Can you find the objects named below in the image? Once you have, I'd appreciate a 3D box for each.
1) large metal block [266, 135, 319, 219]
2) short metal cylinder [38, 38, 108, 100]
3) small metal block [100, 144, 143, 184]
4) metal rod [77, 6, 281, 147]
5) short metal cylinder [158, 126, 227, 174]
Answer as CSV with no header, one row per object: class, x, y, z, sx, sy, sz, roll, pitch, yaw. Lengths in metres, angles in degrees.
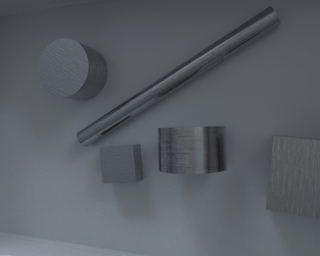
large metal block,0.163,0.051,0.340,0.080,0.050,0.079,6,92,19
short metal cylinder,-0.122,-0.081,0.439,0.080,0.050,0.079,0,90,19
small metal block,-0.053,0.049,0.428,0.050,0.025,0.050,-5,88,19
metal rod,0.012,-0.058,0.405,0.300,0.025,0.025,-31,80,17
short metal cylinder,0.038,0.024,0.367,0.080,0.080,0.050,-2,90,19
